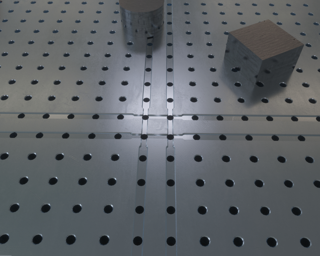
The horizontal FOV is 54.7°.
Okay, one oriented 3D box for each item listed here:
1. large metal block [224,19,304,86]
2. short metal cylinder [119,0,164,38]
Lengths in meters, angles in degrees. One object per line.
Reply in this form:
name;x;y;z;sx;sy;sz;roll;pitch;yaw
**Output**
large metal block;0.163;-0.122;0.495;0.081;0.050;0.080;-22;54;-18
short metal cylinder;-0.032;-0.210;0.568;0.080;0.050;0.080;0;50;0
